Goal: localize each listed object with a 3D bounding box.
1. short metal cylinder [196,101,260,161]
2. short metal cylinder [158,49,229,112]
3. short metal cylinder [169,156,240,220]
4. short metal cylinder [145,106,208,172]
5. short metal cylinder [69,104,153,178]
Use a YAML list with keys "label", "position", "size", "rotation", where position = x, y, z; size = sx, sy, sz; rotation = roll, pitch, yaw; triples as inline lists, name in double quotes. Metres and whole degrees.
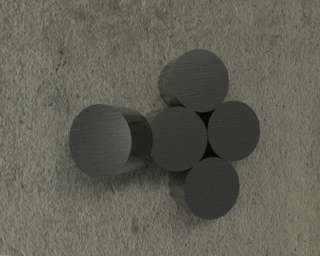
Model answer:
- label: "short metal cylinder"
  position: [0.090, 0.004, 0.430]
  size: [0.081, 0.050, 0.080]
  rotation: [0, 90, -20]
- label: "short metal cylinder"
  position: [0.044, -0.060, 0.413]
  size: [0.081, 0.050, 0.080]
  rotation: [0, 90, -20]
- label: "short metal cylinder"
  position: [0.059, 0.077, 0.419]
  size: [0.081, 0.050, 0.080]
  rotation: [0, 90, -20]
- label: "short metal cylinder"
  position: [0.014, 0.013, 0.402]
  size: [0.081, 0.050, 0.080]
  rotation: [0, 90, -20]
- label: "short metal cylinder"
  position: [-0.055, 0.014, 0.355]
  size: [0.080, 0.050, 0.080]
  rotation: [-1, 89, 24]
